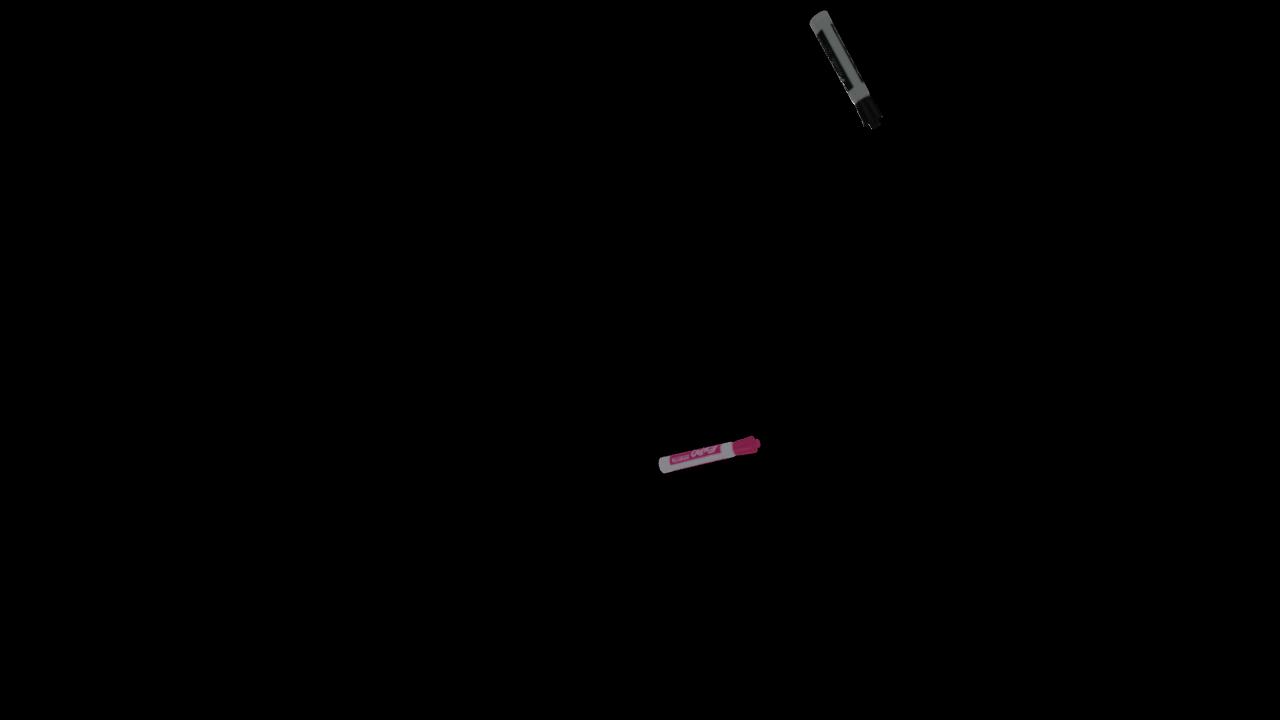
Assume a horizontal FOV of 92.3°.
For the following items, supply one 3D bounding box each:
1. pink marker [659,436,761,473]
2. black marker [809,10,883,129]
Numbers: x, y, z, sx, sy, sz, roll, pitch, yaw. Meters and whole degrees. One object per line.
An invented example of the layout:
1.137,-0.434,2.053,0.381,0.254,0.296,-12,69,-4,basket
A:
0.077,0.106,0.685,0.121,0.020,0.020,-18,-9,27,pink marker
0.196,-0.274,0.584,0.020,0.121,0.020,-25,-4,-2,black marker
